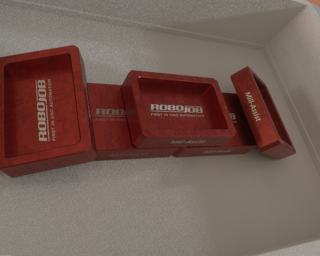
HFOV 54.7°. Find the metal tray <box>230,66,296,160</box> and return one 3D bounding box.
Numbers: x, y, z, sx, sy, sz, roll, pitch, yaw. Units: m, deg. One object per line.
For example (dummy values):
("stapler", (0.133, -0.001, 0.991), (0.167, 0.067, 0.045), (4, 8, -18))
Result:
("metal tray", (0.158, -0.021, 0.473), (0.090, 0.030, 0.130), (21, 48, -52))

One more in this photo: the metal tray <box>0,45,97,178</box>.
("metal tray", (-0.121, -0.021, 0.325), (0.091, 0.030, 0.130), (-11, 65, -5))

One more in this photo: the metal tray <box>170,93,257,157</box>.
("metal tray", (0.070, -0.007, 0.443), (0.131, 0.030, 0.090), (0, 62, -28))

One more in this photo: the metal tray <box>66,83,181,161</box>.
("metal tray", (-0.046, -0.008, 0.382), (0.131, 0.030, 0.090), (0, 62, -28))

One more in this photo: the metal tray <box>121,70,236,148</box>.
("metal tray", (0.024, -0.023, 0.388), (0.131, 0.030, 0.090), (0, 61, -28))
